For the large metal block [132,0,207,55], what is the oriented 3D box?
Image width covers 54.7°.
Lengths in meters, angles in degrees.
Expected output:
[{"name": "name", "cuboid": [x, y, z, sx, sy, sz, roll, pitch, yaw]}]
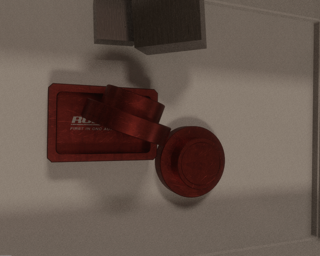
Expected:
[{"name": "large metal block", "cuboid": [0.012, -0.139, 0.383, 0.080, 0.050, 0.079, -3, 92, 15]}]

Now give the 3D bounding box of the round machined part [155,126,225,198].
[{"name": "round machined part", "cuboid": [0.046, 0.046, 0.420, 0.099, 0.042, 0.097, 0, 90, -21]}]

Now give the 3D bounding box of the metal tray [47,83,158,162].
[{"name": "metal tray", "cuboid": [-0.069, -0.005, 0.382, 0.131, 0.030, 0.089, 1, 90, -21]}]

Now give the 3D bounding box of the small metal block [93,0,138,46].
[{"name": "small metal block", "cuboid": [-0.056, -0.132, 0.390, 0.050, 0.025, 0.050, -2, 91, -21]}]

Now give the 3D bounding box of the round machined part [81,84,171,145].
[{"name": "round machined part", "cuboid": [-0.033, -0.017, 0.344, 0.099, 0.098, 0.042, 20, 91, -19]}]
